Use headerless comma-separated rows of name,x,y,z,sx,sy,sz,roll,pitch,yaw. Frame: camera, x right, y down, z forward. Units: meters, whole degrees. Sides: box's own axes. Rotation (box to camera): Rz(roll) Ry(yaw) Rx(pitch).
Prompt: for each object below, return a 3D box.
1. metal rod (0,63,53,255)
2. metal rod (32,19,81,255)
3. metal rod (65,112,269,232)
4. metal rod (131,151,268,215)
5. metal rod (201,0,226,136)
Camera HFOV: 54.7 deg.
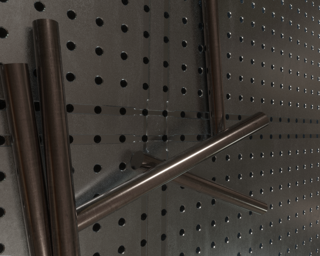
metal rod,-0.122,0.088,0.308,0.025,0.025,0.298,-11,97,-40
metal rod,-0.100,0.042,0.308,0.025,0.025,0.298,-4,87,-40
metal rod,0.026,0.045,0.393,0.302,0.025,0.025,-25,107,-25
metal rod,0.079,0.093,0.478,0.301,0.025,0.025,26,74,-37
metal rod,0.082,-0.123,0.479,0.025,0.025,0.298,-8,95,-40
